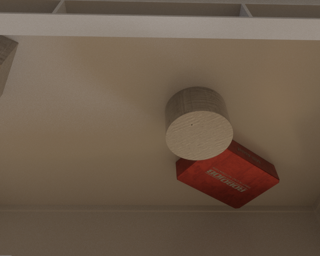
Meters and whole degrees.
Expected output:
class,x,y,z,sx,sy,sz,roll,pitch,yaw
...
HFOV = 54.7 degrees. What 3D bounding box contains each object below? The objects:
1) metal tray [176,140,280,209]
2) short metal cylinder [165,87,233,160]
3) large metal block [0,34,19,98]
class,x,y,z,sx,sy,sz,roll,pitch,yaw
metal tray,0.100,0.067,0.464,0.131,0.030,0.090,30,124,-24
short metal cylinder,0.047,-0.005,0.389,0.081,0.050,0.079,0,130,0
large metal block,-0.211,-0.067,0.332,0.080,0.050,0.080,24,126,-20
